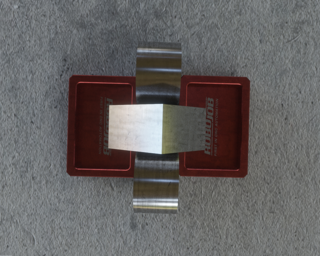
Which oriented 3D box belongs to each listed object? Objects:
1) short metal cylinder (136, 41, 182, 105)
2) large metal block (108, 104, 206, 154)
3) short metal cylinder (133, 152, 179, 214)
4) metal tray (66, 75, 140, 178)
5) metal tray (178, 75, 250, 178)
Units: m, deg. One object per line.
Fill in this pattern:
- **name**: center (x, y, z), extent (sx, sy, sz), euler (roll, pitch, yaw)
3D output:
- **short metal cylinder**: center (-0.001, -0.065, 0.383), extent (0.050, 0.080, 0.079), euler (2, 90, 0)
- **large metal block**: center (-0.002, 0.000, 0.363), extent (0.080, 0.081, 0.050), euler (2, 91, 40)
- **short metal cylinder**: center (-0.004, 0.065, 0.383), extent (0.050, 0.080, 0.079), euler (2, 90, 0)
- **metal tray**: center (-0.072, -0.002, 0.408), extent (0.091, 0.030, 0.129), euler (2, 90, 0)
- **metal tray**: center (0.068, -0.002, 0.409), extent (0.091, 0.030, 0.129), euler (2, 90, 0)
